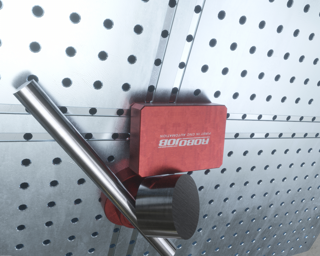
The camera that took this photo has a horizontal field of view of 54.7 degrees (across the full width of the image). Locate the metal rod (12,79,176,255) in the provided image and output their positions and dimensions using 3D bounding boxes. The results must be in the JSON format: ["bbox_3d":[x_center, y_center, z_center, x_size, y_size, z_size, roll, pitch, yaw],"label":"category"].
[{"bbox_3d":[-0.063,0.068,0.379,0.025,0.025,0.299,-37,117,-4],"label":"metal rod"}]

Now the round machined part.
[{"bbox_3d":[-0.033,0.106,0.450,0.099,0.042,0.097,-14,125,-21],"label":"round machined part"}]

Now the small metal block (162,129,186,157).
[{"bbox_3d":[0.019,0.019,0.435,0.050,0.025,0.050,-10,123,-24],"label":"small metal block"}]

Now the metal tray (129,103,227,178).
[{"bbox_3d":[0.026,0.012,0.415,0.131,0.030,0.089,-3,102,-28],"label":"metal tray"}]

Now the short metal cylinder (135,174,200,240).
[{"bbox_3d":[0.012,0.100,0.399,0.050,0.080,0.080,-7,137,29],"label":"short metal cylinder"}]
